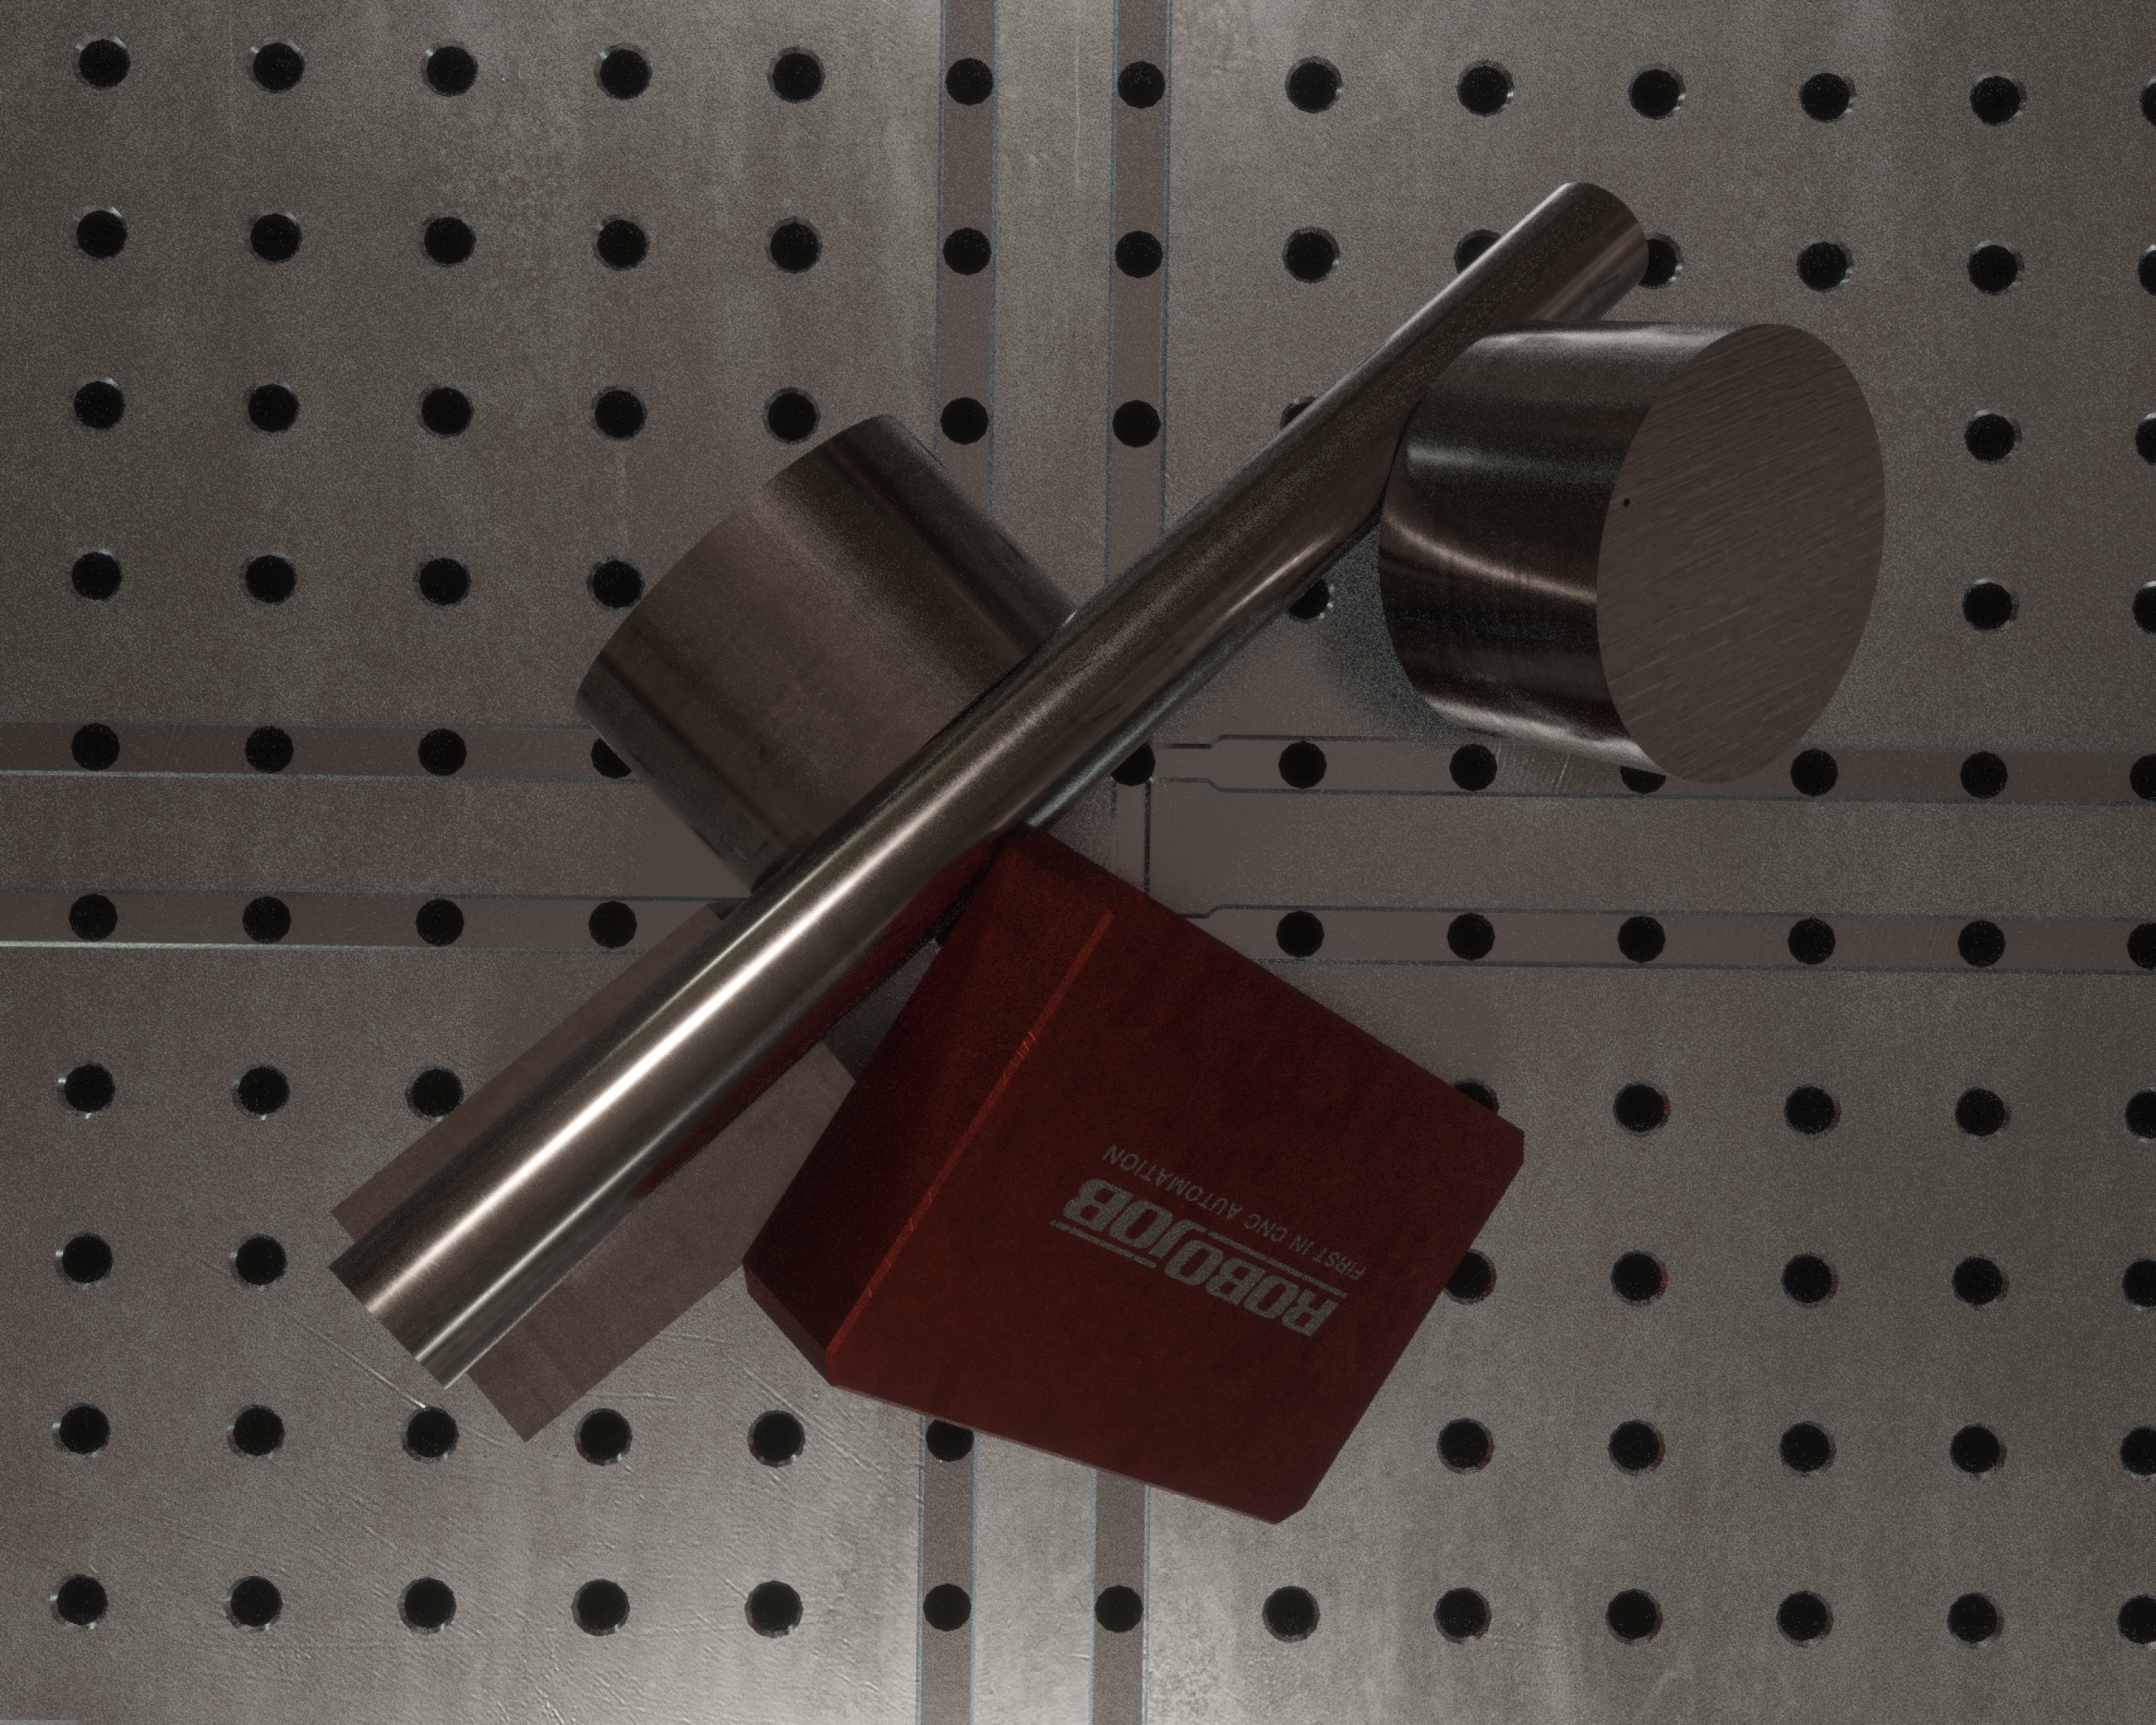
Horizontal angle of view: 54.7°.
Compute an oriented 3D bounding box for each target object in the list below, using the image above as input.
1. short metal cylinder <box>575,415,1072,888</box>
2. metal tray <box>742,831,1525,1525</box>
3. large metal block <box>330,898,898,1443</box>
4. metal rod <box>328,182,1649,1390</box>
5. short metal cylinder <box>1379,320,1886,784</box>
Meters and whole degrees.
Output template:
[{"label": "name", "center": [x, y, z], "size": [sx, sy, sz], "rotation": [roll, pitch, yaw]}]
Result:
[{"label": "short metal cylinder", "center": [-0.045, -0.036, 0.385], "size": [0.080, 0.080, 0.050], "rotation": [-43, 91, 0]}, {"label": "metal tray", "center": [0.016, 0.061, 0.371], "size": [0.130, 0.030, 0.090], "rotation": [32, 90, -42]}, {"label": "large metal block", "center": [-0.076, 0.051, 0.384], "size": [0.080, 0.080, 0.050], "rotation": [-39, 90, 0]}, {"label": "metal rod", "center": [0.001, -0.028, 0.360], "size": [0.025, 0.025, 0.301], "rotation": [47, 68, 0]}, {"label": "short metal cylinder", "center": [0.102, -0.058, 0.382], "size": [0.081, 0.050, 0.079], "rotation": [-11, 109, -35]}]
